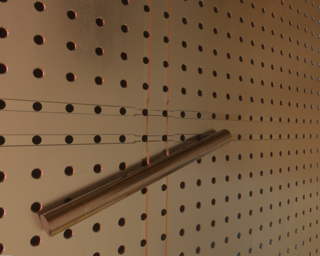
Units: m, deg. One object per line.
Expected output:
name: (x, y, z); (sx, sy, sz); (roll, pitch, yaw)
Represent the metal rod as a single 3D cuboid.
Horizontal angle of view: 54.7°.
metal rod: (-0.005, 0.056, 0.407); (0.302, 0.025, 0.025); (-21, 104, -38)
